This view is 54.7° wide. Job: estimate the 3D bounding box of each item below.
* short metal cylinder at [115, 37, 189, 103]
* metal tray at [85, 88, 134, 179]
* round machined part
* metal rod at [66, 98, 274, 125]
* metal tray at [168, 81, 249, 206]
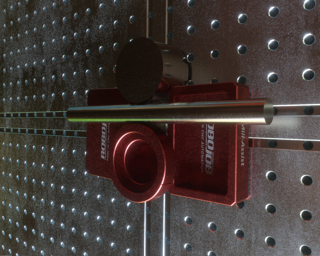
[{"bbox_3d":[-0.011,-0.071,0.397,0.080,0.050,0.079,0,90,40],"label":"short metal cylinder"},{"bbox_3d":[-0.069,0.007,0.456,0.090,0.030,0.129,4,92,40],"label":"metal tray"},{"bbox_3d":[-0.018,0.043,0.396,0.098,0.042,0.097,0,90,40],"label":"round machined part"},{"bbox_3d":[-0.016,-0.018,0.378,0.300,0.025,0.025,1,91,39],"label":"metal rod"},{"bbox_3d":[0.053,0.016,0.357,0.090,0.030,0.129,1,91,40],"label":"metal tray"}]
